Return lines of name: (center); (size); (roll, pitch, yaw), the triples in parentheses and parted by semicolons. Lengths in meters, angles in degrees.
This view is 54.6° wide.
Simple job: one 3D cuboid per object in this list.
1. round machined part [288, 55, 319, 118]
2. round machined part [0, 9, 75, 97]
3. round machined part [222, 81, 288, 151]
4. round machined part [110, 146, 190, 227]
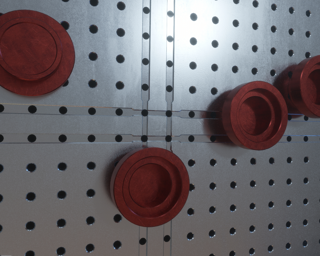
round machined part: (0.246, -0.064, 0.493); (0.099, 0.042, 0.097); (0, 90, -20)
round machined part: (-0.147, -0.085, 0.349); (0.099, 0.042, 0.097); (0, 90, -20)
round machined part: (0.133, -0.017, 0.452); (0.099, 0.042, 0.097); (0, 90, -20)
round machined part: (-0.015, 0.072, 0.398); (0.099, 0.042, 0.097); (0, 90, -20)
